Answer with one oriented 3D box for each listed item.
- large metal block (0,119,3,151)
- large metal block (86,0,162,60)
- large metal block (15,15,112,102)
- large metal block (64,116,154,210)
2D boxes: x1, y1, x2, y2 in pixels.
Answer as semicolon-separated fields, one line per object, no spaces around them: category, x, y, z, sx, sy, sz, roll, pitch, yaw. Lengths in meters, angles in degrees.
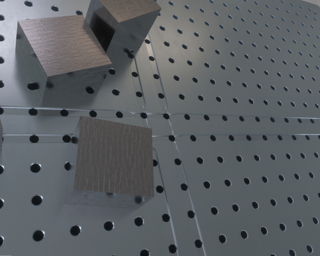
large metal block;-0.203;-0.015;0.292;0.081;0.050;0.080;-13;68;-33
large metal block;-0.056;-0.145;0.430;0.050;0.080;0.080;50;51;6
large metal block;-0.119;-0.088;0.381;0.081;0.050;0.080;-21;73;-36
large metal block;-0.054;0.040;0.338;0.081;0.050;0.080;11;57;-22
